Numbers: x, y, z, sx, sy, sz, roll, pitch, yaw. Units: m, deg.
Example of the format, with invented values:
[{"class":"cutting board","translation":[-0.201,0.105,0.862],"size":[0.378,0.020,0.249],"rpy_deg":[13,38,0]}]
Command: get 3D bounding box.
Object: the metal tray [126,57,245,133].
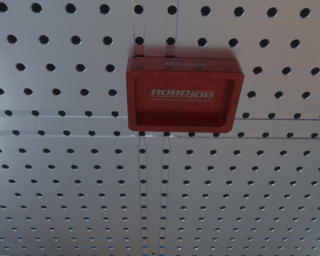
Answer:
[{"class":"metal tray","translation":[0.027,-0.038,0.376],"size":[0.131,0.030,0.089],"rpy_deg":[1,130,-2]}]
